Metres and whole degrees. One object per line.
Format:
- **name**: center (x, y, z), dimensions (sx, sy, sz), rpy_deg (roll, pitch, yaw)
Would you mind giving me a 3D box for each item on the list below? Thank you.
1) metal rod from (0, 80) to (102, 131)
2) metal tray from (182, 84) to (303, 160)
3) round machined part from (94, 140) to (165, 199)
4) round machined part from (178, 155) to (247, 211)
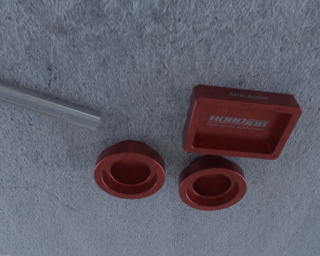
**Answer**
- **metal rod**: center (-0.218, -0.053, 0.359), dimensions (0.302, 0.025, 0.025), rpy_deg (18, 128, -15)
- **metal tray**: center (0.101, -0.005, 0.400), dimensions (0.131, 0.030, 0.089), rpy_deg (5, 130, -5)
- **round machined part**: center (-0.042, 0.056, 0.443), dimensions (0.099, 0.042, 0.097), rpy_deg (0, 130, 0)
- **round machined part**: center (0.076, 0.078, 0.463), dimensions (0.099, 0.042, 0.097), rpy_deg (0, 130, 0)
